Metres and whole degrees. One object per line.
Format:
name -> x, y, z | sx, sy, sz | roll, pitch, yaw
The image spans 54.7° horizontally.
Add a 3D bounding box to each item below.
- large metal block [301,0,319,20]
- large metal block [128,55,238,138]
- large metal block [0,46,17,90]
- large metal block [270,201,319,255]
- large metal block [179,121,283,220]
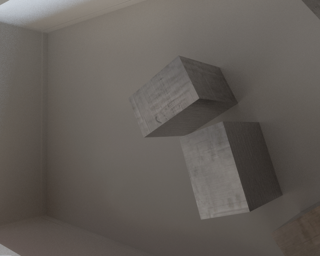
large metal block -> 0.150, -0.137, 0.247 | 0.050, 0.081, 0.080 | 1, 91, 40
large metal block -> 0.026, -0.031, 0.349 | 0.080, 0.081, 0.050 | -35, 68, 34
large metal block -> -0.377, -0.141, 0.705 | 0.080, 0.050, 0.079 | 34, 111, 35
large metal block -> 0.148, 0.100, 0.249 | 0.050, 0.081, 0.080 | -46, 63, 30
large metal block -> 0.073, 0.039, 0.311 | 0.050, 0.081, 0.080 | -23, 75, 38
